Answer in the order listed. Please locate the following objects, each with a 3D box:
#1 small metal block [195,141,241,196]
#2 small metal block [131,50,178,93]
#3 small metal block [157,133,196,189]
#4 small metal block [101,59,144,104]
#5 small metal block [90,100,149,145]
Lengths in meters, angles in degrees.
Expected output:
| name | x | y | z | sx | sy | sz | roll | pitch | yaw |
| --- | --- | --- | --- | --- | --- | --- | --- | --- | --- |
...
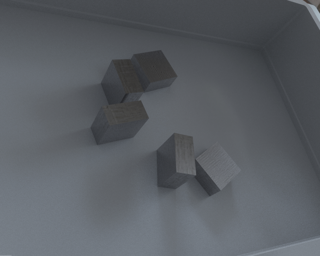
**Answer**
| name | x | y | z | sx | sy | sz | roll | pitch | yaw |
| --- | --- | --- | --- | --- | --- | --- | --- | --- | --- |
| small metal block | 0.072 | 0.054 | 0.413 | 0.050 | 0.025 | 0.050 | -32 | 80 | -38 |
| small metal block | -0.011 | -0.083 | 0.452 | 0.050 | 0.025 | 0.050 | -19 | 72 | -36 |
| small metal block | 0.018 | 0.041 | 0.376 | 0.025 | 0.050 | 0.050 | 12 | 57 | -22 |
| small metal block | -0.049 | -0.052 | 0.396 | 0.025 | 0.050 | 0.050 | -10 | 67 | -33 |
| small metal block | -0.049 | -0.006 | 0.368 | 0.050 | 0.050 | 0.025 | -12 | 68 | -34 |
